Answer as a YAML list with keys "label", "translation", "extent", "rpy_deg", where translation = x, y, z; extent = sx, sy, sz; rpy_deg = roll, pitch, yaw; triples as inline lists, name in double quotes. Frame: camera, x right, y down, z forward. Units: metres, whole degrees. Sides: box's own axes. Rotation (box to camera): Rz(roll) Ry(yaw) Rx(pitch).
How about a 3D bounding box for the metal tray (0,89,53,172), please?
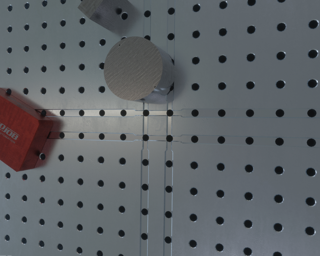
- label: "metal tray"
  translation: [-0.244, 0.000, 0.496]
  extent: [0.130, 0.030, 0.090]
  rpy_deg: [29, 99, 17]

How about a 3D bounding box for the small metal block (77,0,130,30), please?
- label: "small metal block"
  translation: [-0.076, -0.170, 0.426]
  extent: [0.025, 0.050, 0.050]
  rpy_deg: [45, 104, 14]

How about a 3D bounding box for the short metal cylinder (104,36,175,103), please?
- label: "short metal cylinder"
  translation: [-0.026, -0.074, 0.408]
  extent: [0.080, 0.050, 0.079]
  rpy_deg: [0, 90, 20]
